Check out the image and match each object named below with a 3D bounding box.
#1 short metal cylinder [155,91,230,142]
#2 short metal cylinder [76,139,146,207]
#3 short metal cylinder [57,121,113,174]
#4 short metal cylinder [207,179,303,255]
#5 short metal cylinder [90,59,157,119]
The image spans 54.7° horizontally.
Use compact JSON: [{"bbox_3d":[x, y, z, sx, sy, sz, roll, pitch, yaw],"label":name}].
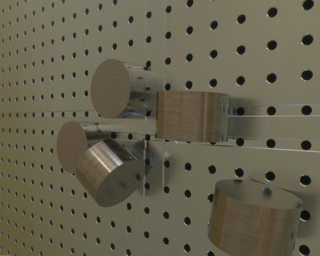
[{"bbox_3d":[0.036,-0.013,0.343,0.080,0.081,0.050,4,93,39],"label":"short metal cylinder"},{"bbox_3d":[-0.067,0.061,0.427,0.050,0.081,0.079,40,114,32],"label":"short metal cylinder"},{"bbox_3d":[-0.118,0.029,0.488,0.080,0.050,0.079,0,90,39],"label":"short metal cylinder"},{"bbox_3d":[0.090,0.086,0.299,0.080,0.081,0.050,13,99,39],"label":"short metal cylinder"},{"bbox_3d":[-0.052,-0.053,0.433,0.080,0.050,0.079,0,90,39],"label":"short metal cylinder"}]
